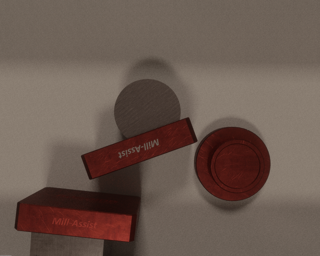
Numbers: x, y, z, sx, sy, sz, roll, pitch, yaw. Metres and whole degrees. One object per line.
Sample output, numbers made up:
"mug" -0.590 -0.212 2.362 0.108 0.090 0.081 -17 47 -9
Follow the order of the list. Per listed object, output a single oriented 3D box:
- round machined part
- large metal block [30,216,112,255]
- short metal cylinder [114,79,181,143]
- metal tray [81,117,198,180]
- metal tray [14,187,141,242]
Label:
"round machined part" 0.096 0.047 0.404 0.099 0.042 0.097 0 90 -1
"large metal block" -0.104 0.142 0.383 0.081 0.080 0.050 4 90 -1
"short metal cylinder" -0.015 -0.020 0.398 0.081 0.050 0.079 0 90 0
"metal tray" -0.023 0.023 0.391 0.131 0.090 0.030 -20 90 0
"metal tray" -0.092 0.102 0.377 0.131 0.090 0.030 6 90 -1
